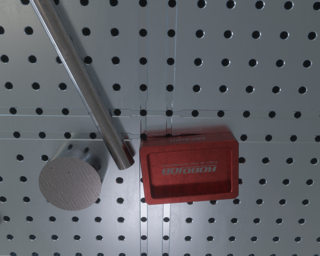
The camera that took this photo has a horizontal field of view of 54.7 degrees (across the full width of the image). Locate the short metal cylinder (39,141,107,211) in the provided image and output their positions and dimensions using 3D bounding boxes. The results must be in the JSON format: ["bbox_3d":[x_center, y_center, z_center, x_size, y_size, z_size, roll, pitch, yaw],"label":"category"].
[{"bbox_3d":[-0.116,0.065,0.423,0.081,0.050,0.079,0,110,0],"label":"short metal cylinder"}]

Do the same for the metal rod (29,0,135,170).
[{"bbox_3d":[-0.105,-0.077,0.383,0.025,0.025,0.299,-22,109,8],"label":"metal rod"}]

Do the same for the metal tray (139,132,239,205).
[{"bbox_3d":[0.041,0.057,0.432,0.131,0.030,0.089,-5,110,1],"label":"metal tray"}]
